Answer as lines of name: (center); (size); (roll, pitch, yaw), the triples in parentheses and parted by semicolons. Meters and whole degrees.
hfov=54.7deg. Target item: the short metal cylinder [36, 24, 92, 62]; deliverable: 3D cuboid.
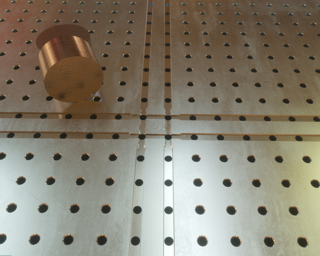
short metal cylinder: (-0.147, -0.120, 0.491); (0.081, 0.050, 0.080); (0, 50, 0)

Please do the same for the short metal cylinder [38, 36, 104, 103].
short metal cylinder: (-0.126, -0.083, 0.440); (0.081, 0.080, 0.050); (-18, 53, -15)
